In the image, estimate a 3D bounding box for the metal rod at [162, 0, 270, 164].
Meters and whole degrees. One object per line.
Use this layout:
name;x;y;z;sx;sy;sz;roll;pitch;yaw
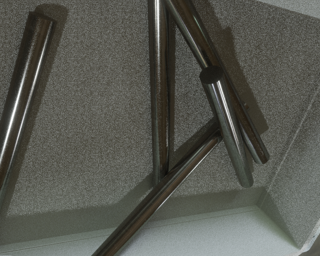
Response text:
metal rod;0.086;-0.043;0.393;0.025;0.025;0.300;-40;129;-1

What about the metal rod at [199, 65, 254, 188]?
metal rod;0.105;0.021;0.439;0.025;0.025;0.300;-38;142;-3

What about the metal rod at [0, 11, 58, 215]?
metal rod;-0.166;0.026;0.334;0.025;0.025;0.298;12;112;-34

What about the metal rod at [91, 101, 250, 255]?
metal rod;0.019;0.072;0.433;0.300;0.025;0.025;-46;130;-9

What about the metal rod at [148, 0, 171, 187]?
metal rod;0.001;-0.021;0.397;0.025;0.025;0.298;-15;125;-21
